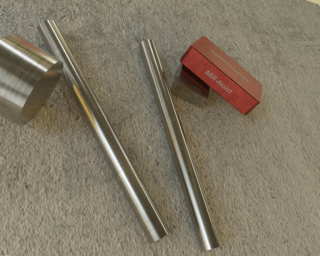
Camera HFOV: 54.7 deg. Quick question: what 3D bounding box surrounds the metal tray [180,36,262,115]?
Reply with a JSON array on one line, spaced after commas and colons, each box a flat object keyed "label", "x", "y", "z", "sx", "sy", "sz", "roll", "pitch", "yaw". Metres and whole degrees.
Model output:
[{"label": "metal tray", "x": 0.100, "y": -0.086, "z": 0.489, "sx": 0.130, "sy": 0.030, "sz": 0.090, "roll": 40, "pitch": 32, "yaw": -1}]

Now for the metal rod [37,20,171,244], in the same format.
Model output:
[{"label": "metal rod", "x": -0.073, "y": -0.007, "z": 0.368, "sx": 0.025, "sy": 0.025, "sz": 0.299, "roll": -20, "pitch": 73, "yaw": -36}]

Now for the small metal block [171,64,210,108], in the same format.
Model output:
[{"label": "small metal block", "x": 0.047, "y": -0.066, "z": 0.470, "sx": 0.050, "sy": 0.025, "sz": 0.050, "roll": 24, "pitch": 53, "yaw": -14}]

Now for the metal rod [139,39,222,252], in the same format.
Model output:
[{"label": "metal rod", "x": 0.019, "y": 0.006, "z": 0.410, "sx": 0.025, "sy": 0.025, "sz": 0.299, "roll": -3, "pitch": 63, "yaw": -30}]

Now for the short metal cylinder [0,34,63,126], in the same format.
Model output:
[{"label": "short metal cylinder", "x": -0.145, "y": -0.049, "z": 0.320, "sx": 0.050, "sy": 0.080, "sz": 0.080, "roll": 31, "pitch": 52, "yaw": -8}]
